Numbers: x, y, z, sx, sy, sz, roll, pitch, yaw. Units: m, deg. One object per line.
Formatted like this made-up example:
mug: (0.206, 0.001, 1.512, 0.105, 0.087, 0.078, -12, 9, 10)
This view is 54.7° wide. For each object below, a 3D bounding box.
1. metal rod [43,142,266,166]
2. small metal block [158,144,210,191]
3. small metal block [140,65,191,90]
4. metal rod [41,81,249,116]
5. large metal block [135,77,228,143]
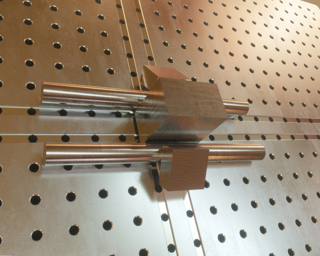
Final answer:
metal rod: (0.014, 0.032, 0.392, 0.303, 0.025, 0.025, 2, 61, -27)
small metal block: (0.029, 0.047, 0.375, 0.050, 0.025, 0.050, 3, 98, -27)
small metal block: (0.007, -0.066, 0.433, 0.050, 0.025, 0.050, 1, 27, -28)
metal rod: (-0.001, -0.036, 0.424, 0.303, 0.025, 0.025, 2, 61, -27)
large metal block: (0.024, -0.016, 0.390, 0.081, 0.080, 0.050, 2, 61, -28)
